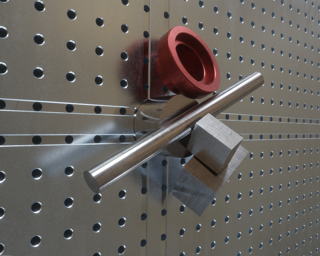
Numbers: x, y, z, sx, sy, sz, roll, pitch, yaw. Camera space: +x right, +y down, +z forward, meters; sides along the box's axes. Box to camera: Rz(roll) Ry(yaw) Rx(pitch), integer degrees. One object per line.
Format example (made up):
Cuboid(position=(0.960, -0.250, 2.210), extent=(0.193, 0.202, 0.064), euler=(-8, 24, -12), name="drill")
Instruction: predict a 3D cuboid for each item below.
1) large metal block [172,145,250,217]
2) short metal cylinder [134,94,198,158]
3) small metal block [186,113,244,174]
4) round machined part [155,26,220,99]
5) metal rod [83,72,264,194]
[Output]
Cuboid(position=(0.067, 0.062, 0.421), extent=(0.080, 0.050, 0.080), euler=(-43, 161, -32), name="large metal block")
Cuboid(position=(0.014, -0.003, 0.406), extent=(0.081, 0.050, 0.079), euler=(0, 90, -40), name="short metal cylinder")
Cuboid(position=(0.064, 0.019, 0.369), extent=(0.025, 0.050, 0.050), euler=(-37, 155, -34), name="small metal block")
Cuboid(position=(0.033, -0.082, 0.412), extent=(0.099, 0.042, 0.098), euler=(25, 52, -35), name="round machined part")
Cuboid(position=(0.041, -0.011, 0.380), extent=(0.302, 0.025, 0.025), euler=(-31, 109, -36), name="metal rod")
